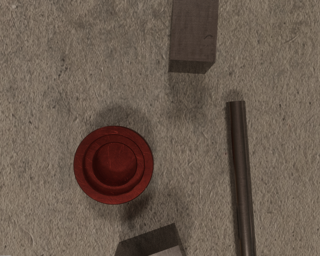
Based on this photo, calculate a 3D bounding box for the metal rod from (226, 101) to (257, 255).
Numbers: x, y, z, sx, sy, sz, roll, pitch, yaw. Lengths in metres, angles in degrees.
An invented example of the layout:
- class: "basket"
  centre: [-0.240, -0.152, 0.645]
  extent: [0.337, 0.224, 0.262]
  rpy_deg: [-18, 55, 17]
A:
- class: "metal rod"
  centre: [0.111, 0.114, 0.411]
  extent: [0.025, 0.025, 0.298]
  rpy_deg: [-4, 90, -1]

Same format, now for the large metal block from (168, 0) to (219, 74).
- class: "large metal block"
  centre: [0.039, -0.114, 0.383]
  extent: [0.050, 0.080, 0.079]
  rpy_deg: [3, 90, 0]

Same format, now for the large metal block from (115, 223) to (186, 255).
- class: "large metal block"
  centre: [-0.009, 0.166, 0.383]
  extent: [0.080, 0.080, 0.050]
  rpy_deg: [-19, 90, 0]

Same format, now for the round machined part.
- class: "round machined part"
  centre: [-0.057, 0.046, 0.401]
  extent: [0.099, 0.042, 0.097]
  rpy_deg: [0, 90, -1]
